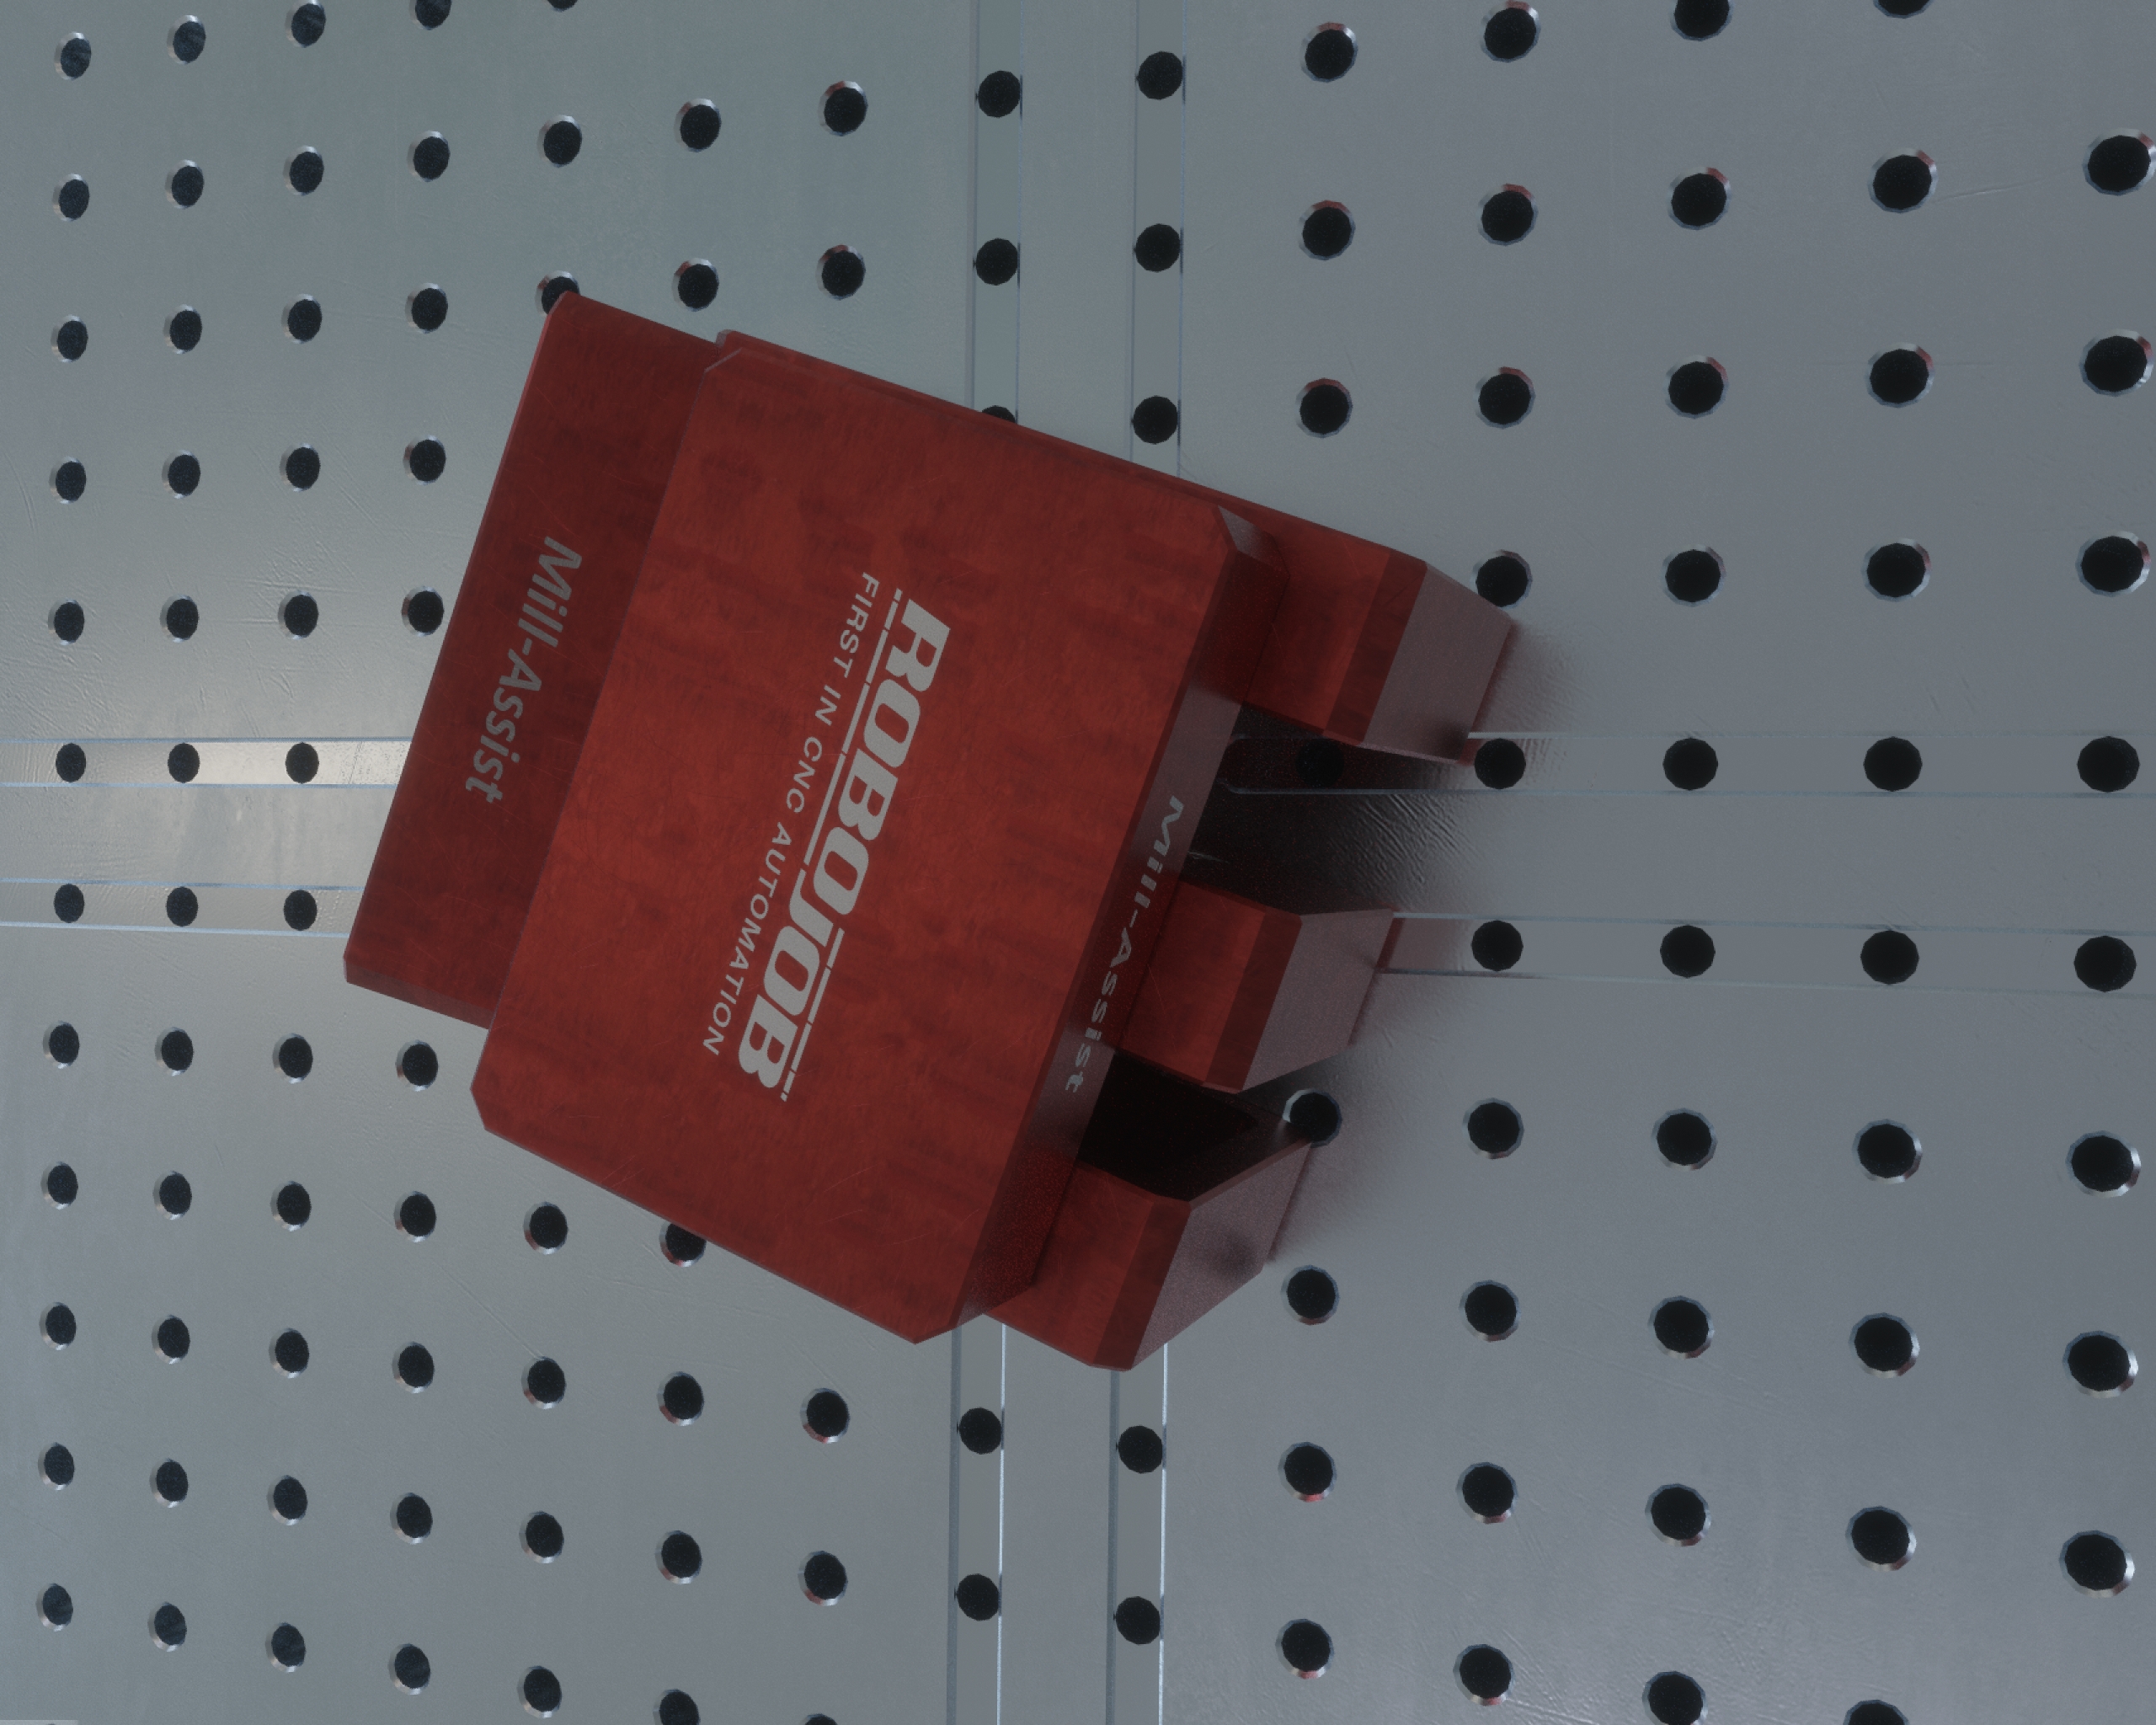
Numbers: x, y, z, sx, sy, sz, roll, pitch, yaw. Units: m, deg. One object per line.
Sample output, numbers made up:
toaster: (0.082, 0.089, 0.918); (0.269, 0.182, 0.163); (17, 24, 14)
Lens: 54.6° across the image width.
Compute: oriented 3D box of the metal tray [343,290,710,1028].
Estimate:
metal tray: (-0.097, -0.039, 0.410); (0.030, 0.090, 0.129); (19, 97, -3)

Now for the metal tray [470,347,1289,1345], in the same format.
metal tray: (-0.033, -0.004, 0.325); (0.090, 0.030, 0.129); (22, 97, 19)

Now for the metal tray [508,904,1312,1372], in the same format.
metal tray: (-0.030, 0.044, 0.389); (0.130, 0.090, 0.030); (22, 98, 18)

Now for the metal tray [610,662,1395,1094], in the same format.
metal tray: (-0.015, 0.001, 0.382); (0.130, 0.090, 0.030); (21, 96, 17)

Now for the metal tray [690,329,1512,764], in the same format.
metal tray: (0.005, -0.055, 0.375); (0.130, 0.090, 0.030); (22, 98, 19)
